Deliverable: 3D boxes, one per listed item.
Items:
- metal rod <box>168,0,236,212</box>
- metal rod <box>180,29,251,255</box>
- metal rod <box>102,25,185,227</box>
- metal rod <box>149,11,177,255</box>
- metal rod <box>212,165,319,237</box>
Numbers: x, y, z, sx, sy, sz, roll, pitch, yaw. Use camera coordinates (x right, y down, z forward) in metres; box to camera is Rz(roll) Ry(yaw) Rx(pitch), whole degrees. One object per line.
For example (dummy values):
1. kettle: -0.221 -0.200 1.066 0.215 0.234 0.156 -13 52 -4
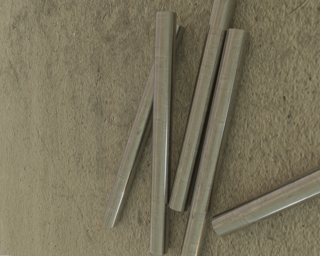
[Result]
1. metal rod: 0.052 -0.046 0.361 0.025 0.025 0.298 19 102 38
2. metal rod: 0.058 0.041 0.356 0.025 0.025 0.298 17 101 38
3. metal rod: -0.028 0.006 0.427 0.025 0.025 0.298 30 109 36
4. metal rod: 0.003 0.013 0.385 0.025 0.025 0.298 8 101 40
5. metal rod: 0.165 0.033 0.268 0.299 0.025 0.025 -38 67 33
